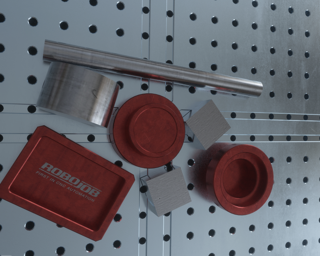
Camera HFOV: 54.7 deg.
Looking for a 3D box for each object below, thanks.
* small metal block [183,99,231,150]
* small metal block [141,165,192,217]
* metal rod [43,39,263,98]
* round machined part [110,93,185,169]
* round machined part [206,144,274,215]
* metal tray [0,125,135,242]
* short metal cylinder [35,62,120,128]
[{"bbox_3d":[0.063,-0.005,0.436,0.050,0.025,0.050,-40,103,-16],"label":"small metal block"},{"bbox_3d":[0.008,0.083,0.416,0.050,0.025,0.050,-20,97,-19],"label":"small metal block"},{"bbox_3d":[0.005,-0.075,0.414,0.302,0.025,0.025,7,88,-20],"label":"metal rod"},{"bbox_3d":[-0.012,0.004,0.398,0.099,0.042,0.097,1,87,-20],"label":"round machined part"},{"bbox_3d":[0.109,0.071,0.444,0.099,0.042,0.097,0,90,-20],"label":"round machined part"},{"bbox_3d":[-0.108,0.066,0.370,0.130,0.030,0.090,32,80,-17],"label":"metal tray"},{"bbox_3d":[-0.091,-0.035,0.349,0.081,0.080,0.050,19,84,-19],"label":"short metal cylinder"}]
